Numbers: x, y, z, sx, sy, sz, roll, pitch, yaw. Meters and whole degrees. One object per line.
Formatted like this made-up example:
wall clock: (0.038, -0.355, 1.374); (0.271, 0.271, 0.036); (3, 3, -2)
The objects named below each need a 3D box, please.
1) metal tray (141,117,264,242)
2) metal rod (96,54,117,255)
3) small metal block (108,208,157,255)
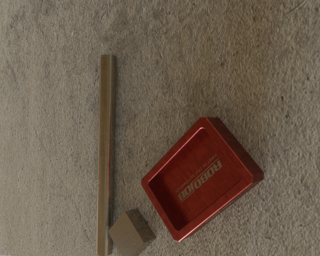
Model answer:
metal tray: (0.043, 0.061, 0.364); (0.129, 0.030, 0.090); (-49, 62, 28)
metal rod: (-0.081, 0.041, 0.469); (0.025, 0.025, 0.298); (2, 91, 39)
small metal block: (-0.040, 0.150, 0.436); (0.050, 0.025, 0.050); (-52, 60, 27)
